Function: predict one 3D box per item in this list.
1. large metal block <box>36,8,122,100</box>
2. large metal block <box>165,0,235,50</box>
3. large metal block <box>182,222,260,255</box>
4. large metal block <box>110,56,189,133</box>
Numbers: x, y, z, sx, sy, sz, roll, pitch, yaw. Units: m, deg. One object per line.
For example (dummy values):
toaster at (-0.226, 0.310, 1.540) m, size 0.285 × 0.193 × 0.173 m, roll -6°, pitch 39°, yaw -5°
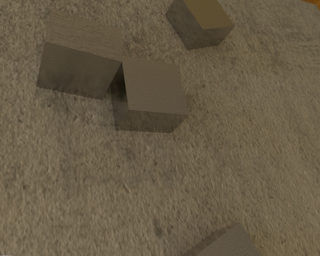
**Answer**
large metal block at (-0.096, -0.083, 0.368) m, size 0.081 × 0.080 × 0.050 m, roll 11°, pitch 57°, yaw -23°
large metal block at (0.070, -0.188, 0.542) m, size 0.081 × 0.050 × 0.080 m, roll -18°, pitch 72°, yaw -35°
large metal block at (0.067, 0.160, 0.328) m, size 0.081 × 0.050 × 0.080 m, roll -21°, pitch 73°, yaw -36°
large metal block at (-0.017, -0.042, 0.406) m, size 0.081 × 0.050 × 0.080 m, roll 4°, pitch 60°, yaw -27°
